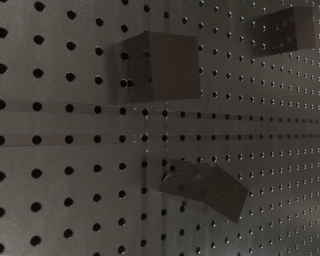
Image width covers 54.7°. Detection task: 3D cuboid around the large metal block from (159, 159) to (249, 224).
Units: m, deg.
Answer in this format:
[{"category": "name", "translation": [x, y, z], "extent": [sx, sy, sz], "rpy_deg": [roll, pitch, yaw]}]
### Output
[{"category": "large metal block", "translation": [0.060, 0.086, 0.427], "extent": [0.080, 0.080, 0.050], "rpy_deg": [38, 67, -34]}]

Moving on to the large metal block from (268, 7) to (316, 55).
[{"category": "large metal block", "translation": [0.265, -0.194, 0.619], "extent": [0.081, 0.050, 0.079], "rpy_deg": [-18, 102, -39]}]

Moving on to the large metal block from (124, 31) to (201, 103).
[{"category": "large metal block", "translation": [0.004, -0.075, 0.398], "extent": [0.081, 0.050, 0.079], "rpy_deg": [-8, 95, -40]}]
